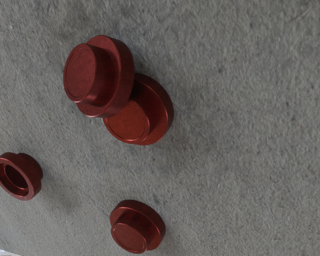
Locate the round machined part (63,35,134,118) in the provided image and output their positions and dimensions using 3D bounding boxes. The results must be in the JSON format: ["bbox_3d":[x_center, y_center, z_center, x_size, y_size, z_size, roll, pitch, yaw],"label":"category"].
[{"bbox_3d":[-0.079,-0.062,0.367,0.098,0.042,0.097,-4,84,43],"label":"round machined part"}]

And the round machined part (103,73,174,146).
[{"bbox_3d":[-0.035,-0.018,0.402,0.098,0.042,0.097,13,124,20],"label":"round machined part"}]

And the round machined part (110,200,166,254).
[{"bbox_3d":[-0.044,0.173,0.524,0.098,0.042,0.097,13,124,20],"label":"round machined part"}]

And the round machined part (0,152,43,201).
[{"bbox_3d":[-0.262,0.086,0.584,0.098,0.042,0.097,13,124,20],"label":"round machined part"}]
